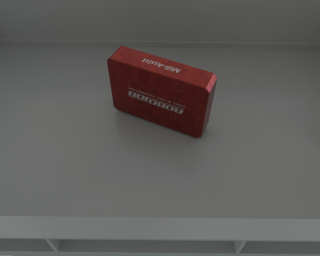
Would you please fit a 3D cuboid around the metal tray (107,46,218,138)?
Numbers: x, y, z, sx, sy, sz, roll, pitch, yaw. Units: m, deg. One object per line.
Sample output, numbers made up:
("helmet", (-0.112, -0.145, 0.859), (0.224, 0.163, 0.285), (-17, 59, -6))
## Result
("metal tray", (0.001, -0.045, 0.396), (0.130, 0.089, 0.030), (20, 53, 15))
